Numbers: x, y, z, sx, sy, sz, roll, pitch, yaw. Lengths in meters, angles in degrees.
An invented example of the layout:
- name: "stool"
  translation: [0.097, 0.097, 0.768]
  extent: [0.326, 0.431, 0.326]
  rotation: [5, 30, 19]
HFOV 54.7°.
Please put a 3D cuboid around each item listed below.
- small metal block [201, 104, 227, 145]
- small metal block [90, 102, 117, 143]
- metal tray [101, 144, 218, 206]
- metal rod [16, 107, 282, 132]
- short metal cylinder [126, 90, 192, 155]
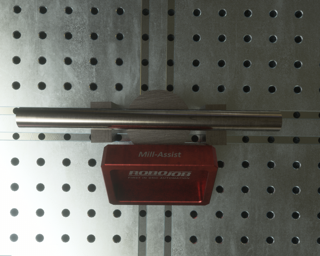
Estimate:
- name: "small metal block"
  translation: [0.068, -0.004, 0.401]
  extent: [0.025, 0.050, 0.050]
  rotation: [-1, 90, 0]
- name: "small metal block"
  translation: [-0.071, -0.007, 0.400]
  extent: [0.025, 0.050, 0.050]
  rotation: [-1, 90, 0]
- name: "metal tray"
  translation: [-0.001, 0.060, 0.383]
  extent: [0.131, 0.089, 0.030]
  rotation: [0, 47, 0]
- name: "metal rod"
  translation: [-0.012, -0.010, 0.363]
  extent: [0.302, 0.025, 0.025]
  rotation: [1, 90, 0]
- name: "short metal cylinder"
  translation: [-0.002, -0.007, 0.400]
  extent: [0.081, 0.050, 0.080]
  rotation: [0, 90, 0]
